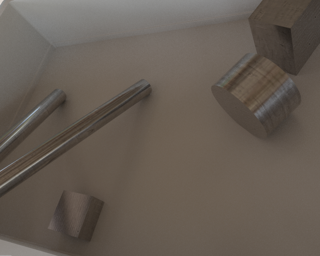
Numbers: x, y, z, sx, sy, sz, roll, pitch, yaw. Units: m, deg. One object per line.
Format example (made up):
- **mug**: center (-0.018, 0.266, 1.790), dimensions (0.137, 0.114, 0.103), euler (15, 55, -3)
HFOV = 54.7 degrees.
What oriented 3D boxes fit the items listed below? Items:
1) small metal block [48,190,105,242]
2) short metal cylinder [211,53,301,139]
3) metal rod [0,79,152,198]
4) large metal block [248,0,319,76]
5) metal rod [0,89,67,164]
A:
- **small metal block**: center (-0.106, 0.110, 0.392), dimensions (0.050, 0.025, 0.050), euler (4, 63, 29)
- **short metal cylinder**: center (0.103, -0.034, 0.337), dimensions (0.050, 0.080, 0.080), euler (-44, 51, -2)
- **metal rod**: center (-0.122, 0.019, 0.377), dimensions (0.025, 0.025, 0.302), euler (25, 50, 36)
- **large metal block**: center (0.155, -0.123, 0.364), dimensions (0.050, 0.080, 0.080), euler (31, 79, 37)
- **metal rod**: center (-0.210, 0.027, 0.412), dimensions (0.025, 0.025, 0.301), euler (-9, 31, 23)
